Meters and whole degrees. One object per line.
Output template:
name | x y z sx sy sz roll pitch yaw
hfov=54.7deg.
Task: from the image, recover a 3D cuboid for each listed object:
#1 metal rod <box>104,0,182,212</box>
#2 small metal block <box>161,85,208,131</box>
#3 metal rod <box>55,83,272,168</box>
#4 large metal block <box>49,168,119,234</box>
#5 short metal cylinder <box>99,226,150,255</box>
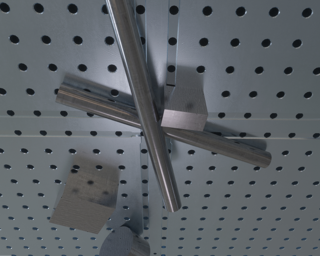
metal rod | -0.013 -0.012 0.372 0.025 0.025 0.298 -10 121 8
small metal block | 0.028 -0.024 0.375 0.050 0.050 0.025 7 130 -7
metal rod | 0.016 0.002 0.413 0.302 0.025 0.025 18 128 -15
large metal block | -0.121 0.119 0.495 0.080 0.050 0.080 21 127 -17
short metal cylinder | -0.065 0.230 0.571 0.080 0.080 0.050 -29 124 22
